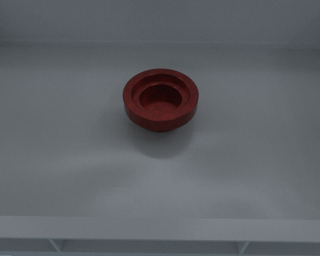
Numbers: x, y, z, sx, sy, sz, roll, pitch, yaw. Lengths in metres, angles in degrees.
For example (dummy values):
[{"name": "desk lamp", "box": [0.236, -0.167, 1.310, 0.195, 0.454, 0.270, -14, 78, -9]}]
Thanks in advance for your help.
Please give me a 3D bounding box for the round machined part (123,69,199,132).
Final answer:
[{"name": "round machined part", "box": [0.001, -0.033, 0.418, 0.099, 0.042, 0.098, 0, 50, 0]}]
